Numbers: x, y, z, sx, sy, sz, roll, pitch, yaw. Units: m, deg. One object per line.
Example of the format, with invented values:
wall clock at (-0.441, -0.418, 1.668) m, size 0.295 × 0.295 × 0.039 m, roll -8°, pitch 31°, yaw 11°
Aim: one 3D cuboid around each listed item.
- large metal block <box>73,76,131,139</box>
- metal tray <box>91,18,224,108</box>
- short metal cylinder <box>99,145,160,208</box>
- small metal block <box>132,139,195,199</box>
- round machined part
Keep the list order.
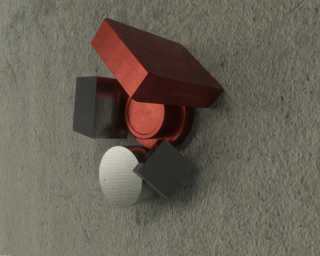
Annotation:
large metal block at (-0.084, -0.030, 0.441) m, size 0.080 × 0.050 × 0.079 m, roll 13°, pitch 99°, yaw 56°
metal tray at (0.002, -0.065, 0.333) m, size 0.030 × 0.131 × 0.090 m, roll -52°, pitch 60°, yaw 27°
short metal cylinder at (-0.036, 0.063, 0.418) m, size 0.080 × 0.050 × 0.079 m, roll 0°, pitch 90°, yaw 39°
small metal block at (0.004, 0.048, 0.371) m, size 0.050 × 0.050 × 0.025 m, roll 43°, pitch 163°, yaw -11°
round machined part at (-0.007, -0.020, 0.400) m, size 0.098 × 0.042 × 0.097 m, roll 0°, pitch 90°, yaw 39°
